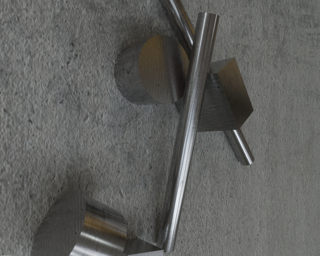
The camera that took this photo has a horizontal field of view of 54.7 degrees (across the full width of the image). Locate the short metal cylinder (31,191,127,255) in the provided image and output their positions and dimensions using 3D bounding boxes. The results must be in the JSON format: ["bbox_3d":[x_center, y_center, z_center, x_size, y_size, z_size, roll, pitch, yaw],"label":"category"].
[{"bbox_3d":[-0.079,0.109,0.303,0.050,0.080,0.080,38,67,-34],"label":"short metal cylinder"}]

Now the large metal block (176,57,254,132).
[{"bbox_3d":[0.069,-0.042,0.423,0.050,0.080,0.080,-43,117,-39],"label":"large metal block"}]

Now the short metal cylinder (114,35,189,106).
[{"bbox_3d":[-0.009,-0.069,0.381,0.081,0.050,0.080,0,91,-40],"label":"short metal cylinder"}]

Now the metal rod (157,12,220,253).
[{"bbox_3d":[0.032,0.014,0.384,0.025,0.025,0.298,0,104,-40],"label":"metal rod"}]

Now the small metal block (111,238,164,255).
[{"bbox_3d":[-0.032,0.150,0.362,0.050,0.050,0.025,10,84,-40],"label":"small metal block"}]

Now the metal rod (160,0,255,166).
[{"bbox_3d":[0.079,-0.062,0.470,0.025,0.025,0.299,-45,117,-30],"label":"metal rod"}]
